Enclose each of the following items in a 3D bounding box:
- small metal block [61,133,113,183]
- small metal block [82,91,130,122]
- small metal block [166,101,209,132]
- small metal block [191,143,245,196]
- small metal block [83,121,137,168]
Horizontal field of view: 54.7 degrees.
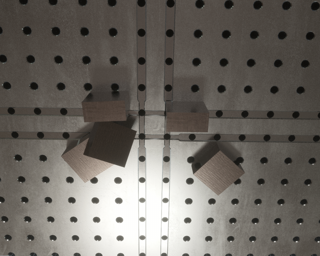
[{"bbox_3d":[-0.097,0.039,0.427,0.050,0.025,0.050,-33,107,11],"label":"small metal block"},{"bbox_3d":[-0.066,-0.028,0.389,0.050,0.050,0.025,-2,110,0],"label":"small metal block"},{"bbox_3d":[0.033,-0.015,0.395,0.050,0.050,0.025,1,110,-1],"label":"small metal block"},{"bbox_3d":[0.081,0.058,0.436,0.050,0.025,0.050,41,105,-14],"label":"small metal block"},{"bbox_3d":[-0.065,0.019,0.402,0.050,0.025,0.050,22,80,-25],"label":"small metal block"}]
